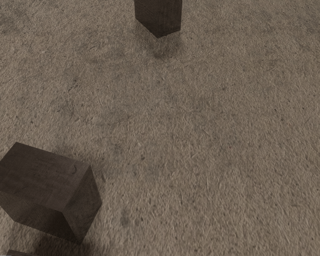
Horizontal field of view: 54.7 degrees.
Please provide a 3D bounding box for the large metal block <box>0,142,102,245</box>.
[{"bbox_3d":[-0.111,0.067,0.310,0.080,0.080,0.050,15,52,12],"label":"large metal block"}]

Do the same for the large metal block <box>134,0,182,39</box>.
[{"bbox_3d":[-0.005,-0.222,0.554,0.050,0.080,0.080,-26,55,-20],"label":"large metal block"}]

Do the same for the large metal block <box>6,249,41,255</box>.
[{"bbox_3d":[-0.098,0.156,0.255,0.080,0.050,0.080,9,51,7],"label":"large metal block"}]
